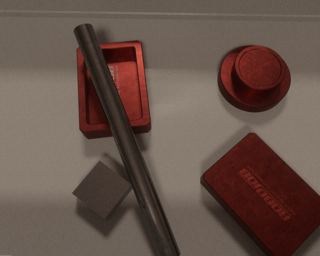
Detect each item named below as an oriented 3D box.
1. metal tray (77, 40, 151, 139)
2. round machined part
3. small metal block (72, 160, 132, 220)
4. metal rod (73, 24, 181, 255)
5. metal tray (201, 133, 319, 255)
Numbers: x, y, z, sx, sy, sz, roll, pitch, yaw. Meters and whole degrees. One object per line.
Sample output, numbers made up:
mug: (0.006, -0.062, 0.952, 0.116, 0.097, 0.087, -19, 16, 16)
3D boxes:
metal tray: (-0.064, -0.054, 0.425, 0.091, 0.030, 0.129, -6, 70, -3)
round machined part: (0.133, -0.074, 0.429, 0.099, 0.042, 0.098, 0, 70, -1)
small metal block: (-0.069, 0.077, 0.381, 0.050, 0.025, 0.050, 35, 73, 11)
metal rod: (-0.043, 0.012, 0.375, 0.025, 0.025, 0.299, -21, 83, -8)
metal tray: (0.126, 0.081, 0.379, 0.090, 0.030, 0.130, -39, 75, -13)
